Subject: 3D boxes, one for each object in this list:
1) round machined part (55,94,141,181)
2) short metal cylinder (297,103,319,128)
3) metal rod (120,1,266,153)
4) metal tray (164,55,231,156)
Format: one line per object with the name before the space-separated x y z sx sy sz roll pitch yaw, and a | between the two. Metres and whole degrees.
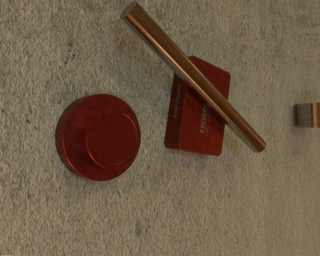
round machined part | -0.060 0.011 0.345 0.099 0.042 0.097 0 90 -40
short metal cylinder | 0.331 -0.028 0.651 0.081 0.080 0.050 -6 94 -40
metal rod | 0.063 -0.050 0.419 0.301 0.025 0.025 39 66 -33
metal tray | 0.057 -0.029 0.452 0.091 0.030 0.129 14 81 -39
